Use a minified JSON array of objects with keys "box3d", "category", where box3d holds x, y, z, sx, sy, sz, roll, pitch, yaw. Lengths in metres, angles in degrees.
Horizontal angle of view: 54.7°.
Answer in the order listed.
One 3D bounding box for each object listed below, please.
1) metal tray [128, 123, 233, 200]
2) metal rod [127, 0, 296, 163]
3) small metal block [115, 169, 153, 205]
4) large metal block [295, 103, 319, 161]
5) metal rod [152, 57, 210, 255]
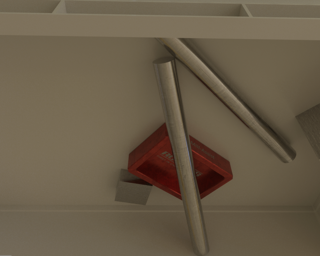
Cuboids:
[{"box3d":[0.030,0.057,0.454,0.130,0.030,0.090,33,123,-25],"category":"metal tray"},{"box3d":[0.080,-0.042,0.374,0.025,0.025,0.301,-36,122,26],"category":"metal rod"},{"box3d":[-0.042,0.094,0.488,0.050,0.025,0.050,11,129,-10],"category":"small metal block"},{"box3d":[0.228,0.005,0.381,0.080,0.080,0.050,-33,123,24],"category":"large metal block"},{"box3d":[0.034,0.056,0.406,0.025,0.025,0.298,-9,117,7],"category":"metal rod"}]
